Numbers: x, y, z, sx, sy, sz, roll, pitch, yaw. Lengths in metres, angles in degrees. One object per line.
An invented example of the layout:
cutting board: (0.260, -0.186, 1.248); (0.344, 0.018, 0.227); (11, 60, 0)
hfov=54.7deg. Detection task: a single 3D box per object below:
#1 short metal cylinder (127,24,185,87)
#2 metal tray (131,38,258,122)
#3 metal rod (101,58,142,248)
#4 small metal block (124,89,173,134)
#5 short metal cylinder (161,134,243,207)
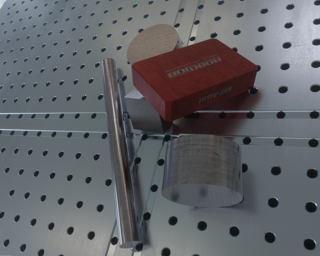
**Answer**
short metal cylinder: (-0.001, -0.106, 0.458); (0.080, 0.050, 0.080); (-13, 56, 21)
metal tray: (0.042, -0.065, 0.387); (0.131, 0.030, 0.090); (-22, 48, -21)
metal rod: (-0.059, 0.011, 0.432); (0.025, 0.025, 0.299); (-23, 53, 14)
small metal block: (-0.014, -0.023, 0.410); (0.050, 0.050, 0.025); (9, 38, 32)
short metal cylinder: (0.044, 0.047, 0.321); (0.080, 0.080, 0.050); (-8, 59, 24)
